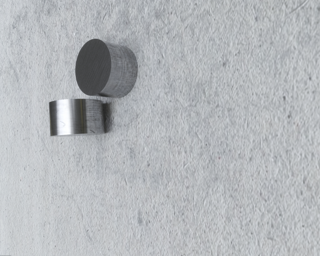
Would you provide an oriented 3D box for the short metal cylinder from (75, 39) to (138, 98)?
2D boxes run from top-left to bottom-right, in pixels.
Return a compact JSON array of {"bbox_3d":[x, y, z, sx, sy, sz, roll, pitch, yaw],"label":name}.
[{"bbox_3d":[-0.079,-0.085,0.454,0.080,0.050,0.080,0,90,40],"label":"short metal cylinder"}]

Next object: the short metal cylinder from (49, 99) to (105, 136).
[{"bbox_3d":[-0.127,-0.014,0.474,0.080,0.081,0.050,-6,86,40],"label":"short metal cylinder"}]
